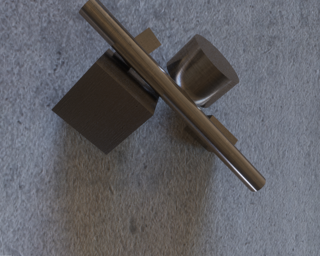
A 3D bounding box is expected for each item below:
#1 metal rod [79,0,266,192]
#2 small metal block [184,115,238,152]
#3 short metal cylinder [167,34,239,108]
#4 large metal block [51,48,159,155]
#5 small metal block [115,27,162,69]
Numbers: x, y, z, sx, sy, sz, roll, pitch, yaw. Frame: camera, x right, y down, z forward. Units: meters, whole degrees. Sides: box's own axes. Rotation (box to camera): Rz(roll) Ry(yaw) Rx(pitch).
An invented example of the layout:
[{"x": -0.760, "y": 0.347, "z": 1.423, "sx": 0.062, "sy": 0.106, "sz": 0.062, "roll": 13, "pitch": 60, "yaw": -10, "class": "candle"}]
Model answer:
[{"x": 0.025, "y": -0.029, "z": 0.367, "sx": 0.300, "sy": 0.025, "sz": 0.025, "roll": 45, "pitch": 76, "yaw": -15, "class": "metal rod"}, {"x": 0.069, "y": 0.009, "z": 0.420, "sx": 0.050, "sy": 0.050, "sz": 0.025, "roll": 43, "pitch": 77, "yaw": -16, "class": "small metal block"}, {"x": 0.055, "y": -0.072, "z": 0.396, "sx": 0.080, "sy": 0.080, "sz": 0.050, "roll": 41, "pitch": 118, "yaw": -16, "class": "short metal cylinder"}, {"x": -0.060, "y": -0.029, "z": 0.357, "sx": 0.080, "sy": 0.050, "sz": 0.080, "roll": 43, "pitch": 117, "yaw": -16, "class": "large metal block"}, {"x": -0.033, "y": -0.094, "z": 0.386, "sx": 0.050, "sy": 0.050, "sz": 0.025, "roll": -40, "pitch": 103, "yaw": -16, "class": "small metal block"}]
